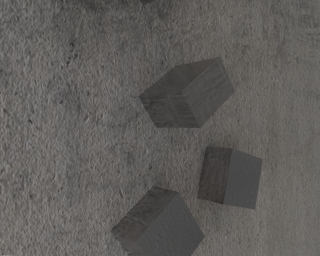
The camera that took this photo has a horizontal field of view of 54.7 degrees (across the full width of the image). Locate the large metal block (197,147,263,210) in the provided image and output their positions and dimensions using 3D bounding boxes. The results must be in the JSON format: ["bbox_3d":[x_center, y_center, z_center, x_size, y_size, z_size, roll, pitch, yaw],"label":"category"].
[{"bbox_3d":[0.110,0.078,0.480,0.080,0.050,0.080,19,78,-38],"label":"large metal block"}]

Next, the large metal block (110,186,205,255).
[{"bbox_3d":[0.000,0.133,0.388,0.080,0.050,0.080,-43,116,-31],"label":"large metal block"}]

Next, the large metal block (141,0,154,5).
[{"bbox_3d":[-0.001,-0.215,0.387,0.080,0.050,0.080,-47,118,-30],"label":"large metal block"}]

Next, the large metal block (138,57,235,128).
[{"bbox_3d":[0.034,-0.044,0.397,0.080,0.080,0.050,-43,117,-31],"label":"large metal block"}]
